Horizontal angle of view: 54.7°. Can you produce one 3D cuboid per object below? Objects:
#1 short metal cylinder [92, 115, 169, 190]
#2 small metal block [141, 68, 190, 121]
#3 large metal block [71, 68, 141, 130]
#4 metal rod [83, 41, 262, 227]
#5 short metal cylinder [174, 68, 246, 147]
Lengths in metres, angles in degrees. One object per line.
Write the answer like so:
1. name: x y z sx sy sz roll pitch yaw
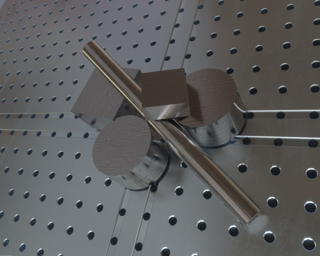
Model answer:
1. short metal cylinder: -0.036 0.031 0.388 0.080 0.050 0.080 -13 56 21
2. small metal block: 0.006 -0.038 0.351 0.050 0.025 0.050 -7 57 4
3. large metal block: -0.066 -0.040 0.444 0.080 0.050 0.080 12 68 33
4. metal rod: -0.002 -0.011 0.366 0.025 0.025 0.300 -43 65 -1
5. short metal cylinder: 0.058 -0.024 0.372 0.080 0.050 0.080 -13 56 21
